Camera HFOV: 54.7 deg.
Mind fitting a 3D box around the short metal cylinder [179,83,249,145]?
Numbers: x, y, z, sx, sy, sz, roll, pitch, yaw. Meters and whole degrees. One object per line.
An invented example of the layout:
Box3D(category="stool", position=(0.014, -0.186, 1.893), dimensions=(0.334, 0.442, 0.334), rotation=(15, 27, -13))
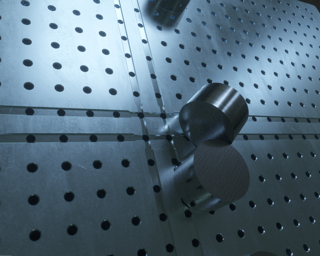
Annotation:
Box3D(category="short metal cylinder", position=(0.073, -0.015, 0.423), dimensions=(0.080, 0.080, 0.050), rotation=(43, 51, 1))

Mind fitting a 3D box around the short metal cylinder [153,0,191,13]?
Box3D(category="short metal cylinder", position=(0.026, -0.259, 0.566), dimensions=(0.081, 0.050, 0.080), rotation=(14, 56, -21))

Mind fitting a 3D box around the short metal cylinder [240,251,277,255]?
Box3D(category="short metal cylinder", position=(0.105, 0.182, 0.340), dimensions=(0.081, 0.050, 0.080), rotation=(14, 56, -21))

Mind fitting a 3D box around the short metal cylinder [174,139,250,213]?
Box3D(category="short metal cylinder", position=(0.065, 0.061, 0.392), dimensions=(0.081, 0.050, 0.080), rotation=(14, 56, -21))
